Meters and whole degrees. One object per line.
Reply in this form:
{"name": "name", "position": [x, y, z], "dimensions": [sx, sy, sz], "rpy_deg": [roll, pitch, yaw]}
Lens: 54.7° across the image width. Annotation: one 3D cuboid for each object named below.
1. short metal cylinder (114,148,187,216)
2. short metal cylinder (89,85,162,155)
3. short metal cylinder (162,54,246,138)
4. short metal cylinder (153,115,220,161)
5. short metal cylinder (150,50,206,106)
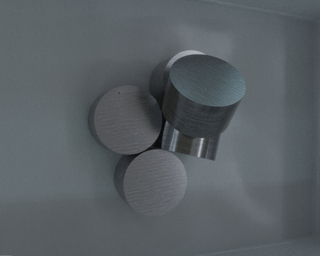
{"name": "short metal cylinder", "position": [-0.013, 0.065, 0.391], "dimensions": [0.081, 0.050, 0.079], "rpy_deg": [0, 90, -21]}
{"name": "short metal cylinder", "position": [-0.044, -0.009, 0.379], "dimensions": [0.081, 0.050, 0.079], "rpy_deg": [0, 90, -21]}
{"name": "short metal cylinder", "position": [0.046, -0.036, 0.339], "dimensions": [0.081, 0.050, 0.080], "rpy_deg": [6, 50, -7]}
{"name": "short metal cylinder", "position": [0.035, 0.009, 0.394], "dimensions": [0.081, 0.080, 0.050], "rpy_deg": [14, 85, -20]}
{"name": "short metal cylinder", "position": [0.033, -0.057, 0.409], "dimensions": [0.081, 0.050, 0.079], "rpy_deg": [0, 90, -21]}
